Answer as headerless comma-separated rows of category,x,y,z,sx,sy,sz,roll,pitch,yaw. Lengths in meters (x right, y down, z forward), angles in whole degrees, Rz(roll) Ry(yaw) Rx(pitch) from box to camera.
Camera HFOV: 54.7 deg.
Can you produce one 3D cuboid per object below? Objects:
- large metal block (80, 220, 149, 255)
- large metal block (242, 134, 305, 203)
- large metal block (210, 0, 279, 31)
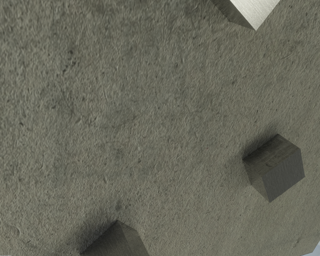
large metal block,-0.064,0.200,0.460,0.080,0.080,0.050,-43,129,1
large metal block,0.201,0.071,0.544,0.080,0.050,0.080,-34,129,-6
large metal block,0.095,-0.168,0.338,0.080,0.050,0.080,30,102,-38
